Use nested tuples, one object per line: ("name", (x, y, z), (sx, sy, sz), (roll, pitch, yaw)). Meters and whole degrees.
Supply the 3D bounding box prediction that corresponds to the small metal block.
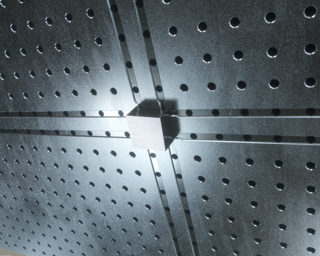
("small metal block", (-0.014, 0.001, 0.417), (0.050, 0.025, 0.050), (5, 121, 25))
